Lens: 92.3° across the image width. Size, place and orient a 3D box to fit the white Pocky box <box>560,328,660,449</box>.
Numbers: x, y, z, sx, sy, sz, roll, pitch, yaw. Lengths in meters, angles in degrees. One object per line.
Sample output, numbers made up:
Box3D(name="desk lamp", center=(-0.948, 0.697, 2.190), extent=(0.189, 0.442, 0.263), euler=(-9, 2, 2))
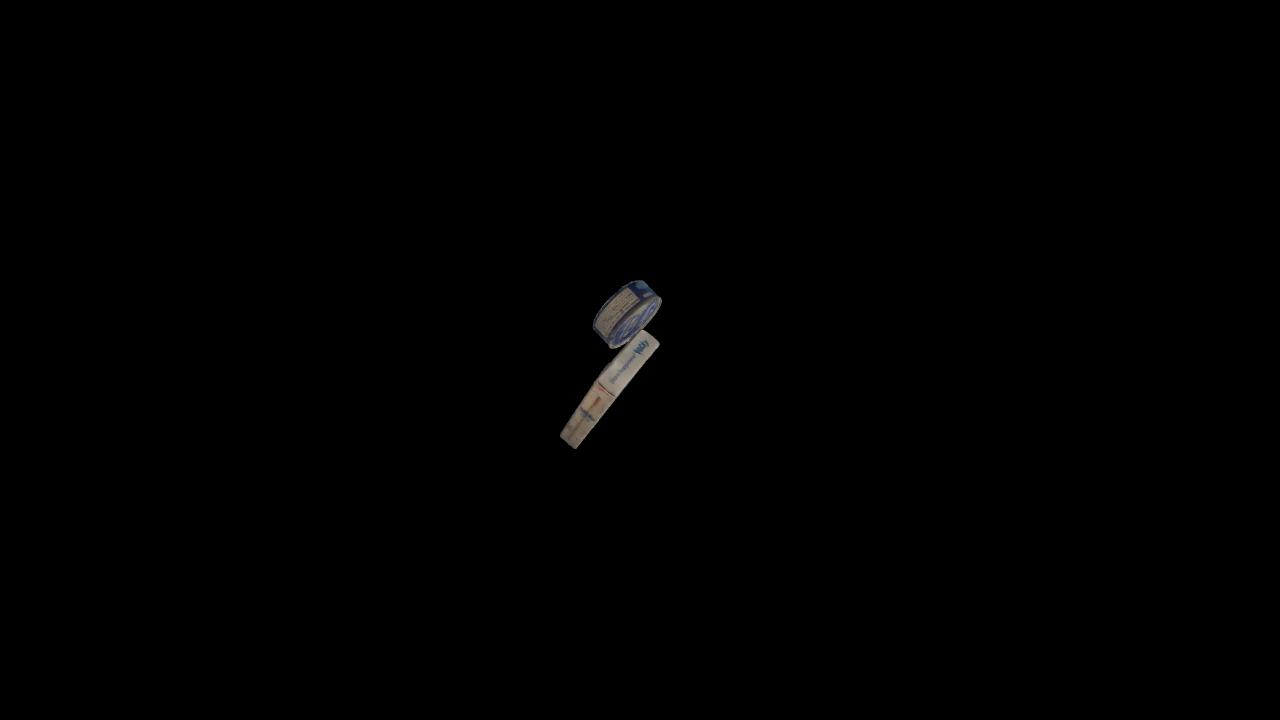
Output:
Box3D(name="white Pocky box", center=(-0.036, 0.034, 0.652), extent=(0.028, 0.084, 0.154), euler=(39, -34, 0))

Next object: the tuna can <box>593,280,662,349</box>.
Box3D(name="tuna can", center=(-0.015, -0.054, 0.723), extent=(0.084, 0.034, 0.084), euler=(-41, -12, -11))
